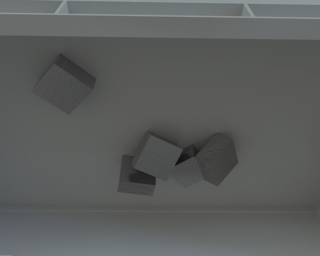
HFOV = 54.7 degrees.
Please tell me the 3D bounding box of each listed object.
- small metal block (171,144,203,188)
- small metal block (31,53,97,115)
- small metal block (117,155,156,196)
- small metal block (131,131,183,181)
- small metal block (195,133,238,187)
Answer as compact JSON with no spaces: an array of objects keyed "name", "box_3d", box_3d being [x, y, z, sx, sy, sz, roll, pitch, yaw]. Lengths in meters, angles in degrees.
[{"name":"small metal block","box_3d":[0.042,0.057,0.458,0.050,0.025,0.050,-30,124,23]},{"name":"small metal block","box_3d":[-0.112,-0.051,0.365,0.050,0.025,0.050,36,122,-27]},{"name":"small metal block","box_3d":[-0.033,0.069,0.451,0.050,0.050,0.025,8,130,-7]},{"name":"small metal block","box_3d":[-0.004,0.038,0.427,0.050,0.025,0.050,25,96,-18]},{"name":"small metal block","box_3d":[0.080,0.044,0.428,0.050,0.025,0.050,-43,132,-24]}]
